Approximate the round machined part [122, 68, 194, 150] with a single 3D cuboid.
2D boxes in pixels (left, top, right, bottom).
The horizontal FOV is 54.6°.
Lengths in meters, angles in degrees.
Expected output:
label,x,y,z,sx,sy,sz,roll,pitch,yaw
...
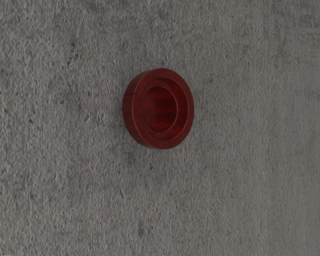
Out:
label,x,y,z,sx,sy,sz,roll,pitch,yaw
round machined part,-0.006,-0.023,0.387,0.099,0.042,0.097,0,90,-40
